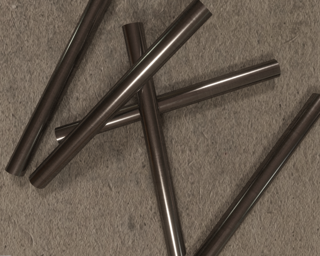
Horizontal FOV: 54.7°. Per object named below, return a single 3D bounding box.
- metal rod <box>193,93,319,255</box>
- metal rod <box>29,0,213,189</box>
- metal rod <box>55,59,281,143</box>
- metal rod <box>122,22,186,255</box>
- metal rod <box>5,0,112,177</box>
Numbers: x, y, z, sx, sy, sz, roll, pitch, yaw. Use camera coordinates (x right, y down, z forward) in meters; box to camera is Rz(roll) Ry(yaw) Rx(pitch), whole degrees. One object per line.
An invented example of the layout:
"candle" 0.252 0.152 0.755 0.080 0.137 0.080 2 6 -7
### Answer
"metal rod" 0.126 0.081 0.411 0.025 0.025 0.299 36 90 -1
"metal rod" -0.058 -0.028 0.366 0.299 0.025 0.025 -44 91 17
"metal rod" 0.011 -0.034 0.410 0.302 0.025 0.025 -18 90 -1
"metal rod" -0.005 0.022 0.390 0.025 0.025 0.298 -11 98 0
"metal rod" -0.125 -0.076 0.408 0.025 0.025 0.299 26 90 -1
